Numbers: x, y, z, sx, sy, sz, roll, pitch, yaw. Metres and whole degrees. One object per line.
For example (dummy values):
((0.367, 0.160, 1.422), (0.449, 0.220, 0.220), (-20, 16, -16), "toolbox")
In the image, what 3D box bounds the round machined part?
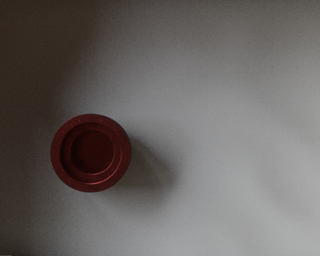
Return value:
((-0.086, 0.031, 0.402), (0.099, 0.042, 0.097), (0, 90, -1), "round machined part")
